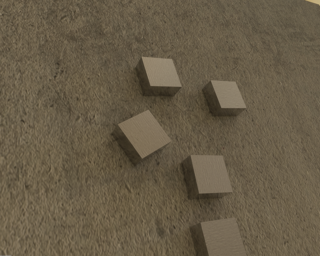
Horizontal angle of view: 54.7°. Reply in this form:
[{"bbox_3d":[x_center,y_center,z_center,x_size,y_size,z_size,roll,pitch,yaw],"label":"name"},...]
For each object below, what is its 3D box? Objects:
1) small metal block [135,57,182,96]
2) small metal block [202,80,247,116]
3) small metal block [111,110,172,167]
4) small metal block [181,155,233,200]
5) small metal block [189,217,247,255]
[{"bbox_3d":[-0.003,-0.074,0.447,0.050,0.025,0.050,-3,63,-30],"label":"small metal block"},{"bbox_3d":[0.101,-0.046,0.486,0.050,0.025,0.050,-2,63,-29],"label":"small metal block"},{"bbox_3d":[-0.023,0.012,0.384,0.050,0.025,0.050,-29,78,-37],"label":"small metal block"},{"bbox_3d":[0.059,0.063,0.397,0.050,0.025,0.050,4,60,-26],"label":"small metal block"},{"bbox_3d":[0.068,0.134,0.358,0.050,0.025,0.050,1,61,-28],"label":"small metal block"}]
